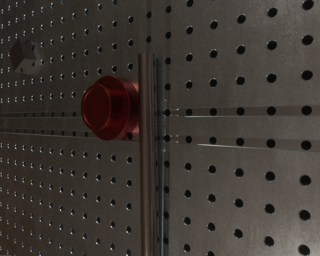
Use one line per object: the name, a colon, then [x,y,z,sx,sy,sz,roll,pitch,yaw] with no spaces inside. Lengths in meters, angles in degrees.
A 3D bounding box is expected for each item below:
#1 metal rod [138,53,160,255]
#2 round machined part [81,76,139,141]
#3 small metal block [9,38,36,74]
metal rod: [-0.015,0.050,0.419,0.025,0.025,0.298,-2,89,39]
round machined part: [-0.081,-0.030,0.462,0.098,0.042,0.097,0,90,39]
small metal block: [-0.285,-0.149,0.640,0.050,0.025,0.050,-33,70,35]
